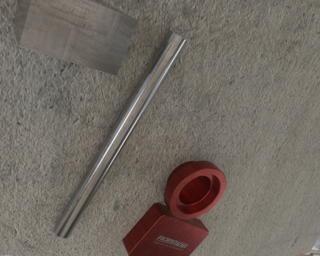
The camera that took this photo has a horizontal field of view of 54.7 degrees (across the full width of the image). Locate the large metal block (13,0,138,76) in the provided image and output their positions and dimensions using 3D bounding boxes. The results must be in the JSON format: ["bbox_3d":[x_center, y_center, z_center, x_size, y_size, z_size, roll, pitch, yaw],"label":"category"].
[{"bbox_3d":[-0.078,-0.093,0.272,0.081,0.080,0.050,12,112,-34],"label":"large metal block"}]

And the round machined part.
[{"bbox_3d":[0.050,0.091,0.481,0.099,0.042,0.097,-14,125,-21],"label":"round machined part"}]

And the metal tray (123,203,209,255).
[{"bbox_3d":[0.013,0.186,0.528,0.130,0.030,0.090,33,100,-39],"label":"metal tray"}]

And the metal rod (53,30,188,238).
[{"bbox_3d":[-0.056,0.018,0.388,0.025,0.025,0.299,22,106,-37],"label":"metal rod"}]
